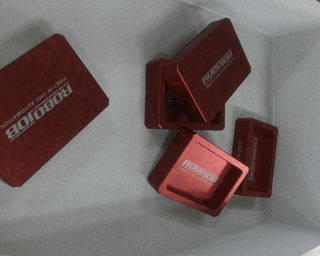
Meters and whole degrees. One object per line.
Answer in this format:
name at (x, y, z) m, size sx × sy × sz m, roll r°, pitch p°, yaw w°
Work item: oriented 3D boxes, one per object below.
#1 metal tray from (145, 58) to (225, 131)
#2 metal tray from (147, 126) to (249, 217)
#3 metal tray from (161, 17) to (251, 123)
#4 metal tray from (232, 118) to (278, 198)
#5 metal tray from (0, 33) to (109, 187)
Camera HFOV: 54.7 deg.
metal tray at (0.040, -0.042, 0.438) m, size 0.131 × 0.030 × 0.089 m, roll 2°, pitch 89°, yaw -40°
metal tray at (0.057, 0.065, 0.433) m, size 0.130 × 0.030 × 0.090 m, roll 31°, pitch 93°, yaw -36°
metal tray at (0.069, -0.079, 0.423) m, size 0.131 × 0.030 × 0.090 m, roll -47°, pitch 118°, yaw -30°
metal tray at (0.165, 0.054, 0.545) m, size 0.091 × 0.030 × 0.129 m, roll 14°, pitch 81°, yaw -39°
metal tray at (-0.123, -0.020, 0.301) m, size 0.130 × 0.030 × 0.090 m, roll -48°, pitch 119°, yaw -29°
